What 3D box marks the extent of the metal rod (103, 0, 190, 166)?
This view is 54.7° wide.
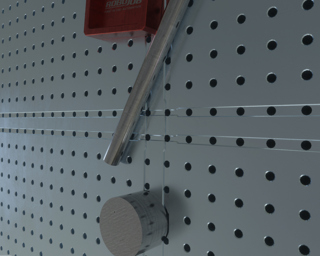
[{"bbox_3d":[-0.014,-0.078,0.418,0.025,0.025,0.298,38,113,33],"label":"metal rod"}]

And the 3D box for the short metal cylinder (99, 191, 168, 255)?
[{"bbox_3d":[-0.037,0.130,0.421,0.080,0.050,0.079,0,90,39],"label":"short metal cylinder"}]

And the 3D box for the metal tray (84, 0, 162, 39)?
[{"bbox_3d":[-0.056,-0.180,0.449,0.130,0.030,0.089,9,96,39],"label":"metal tray"}]
